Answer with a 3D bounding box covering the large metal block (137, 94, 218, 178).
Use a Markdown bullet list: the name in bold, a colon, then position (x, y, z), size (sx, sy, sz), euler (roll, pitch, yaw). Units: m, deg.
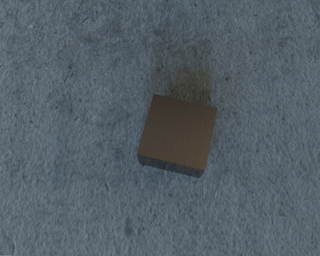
- **large metal block**: position (0.022, 0.011, 0.391), size (0.080, 0.050, 0.080), euler (13, 70, 4)
